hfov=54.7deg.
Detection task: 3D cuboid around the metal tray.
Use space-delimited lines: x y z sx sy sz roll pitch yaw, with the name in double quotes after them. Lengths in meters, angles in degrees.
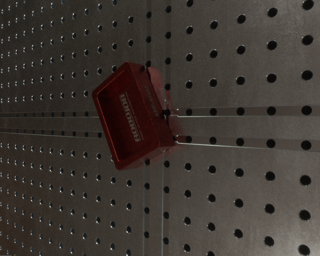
-0.042 -0.016 0.438 0.090 0.030 0.130 -33 70 34 "metal tray"
